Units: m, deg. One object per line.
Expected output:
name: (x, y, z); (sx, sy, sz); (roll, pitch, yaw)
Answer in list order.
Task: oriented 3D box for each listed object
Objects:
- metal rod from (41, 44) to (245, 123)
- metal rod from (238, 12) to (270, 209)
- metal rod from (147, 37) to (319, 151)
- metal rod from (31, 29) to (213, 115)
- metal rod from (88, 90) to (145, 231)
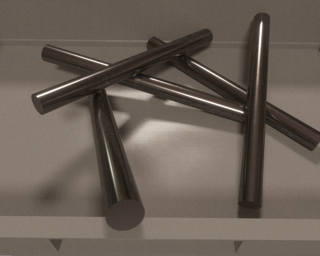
metal rod: (-0.025, -0.065, 0.439); (0.301, 0.025, 0.025); (18, 52, 6)
metal rod: (0.128, -0.043, 0.410); (0.025, 0.025, 0.300); (9, 60, 7)
metal rod: (0.094, -0.062, 0.458); (0.300, 0.025, 0.025); (37, 59, 26)
metal rod: (-0.028, -0.089, 0.425); (0.025, 0.025, 0.302); (38, 49, 27)
metal rod: (-0.060, -0.005, 0.329); (0.025, 0.025, 0.300); (-12, 27, -10)
